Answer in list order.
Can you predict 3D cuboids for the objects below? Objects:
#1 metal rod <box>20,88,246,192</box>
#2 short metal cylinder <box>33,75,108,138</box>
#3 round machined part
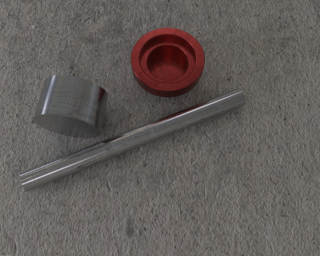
[{"bbox_3d":[-0.028,0.012,0.403,0.302,0.025,0.025,-22,72,-8],"label":"metal rod"},{"bbox_3d":[-0.109,-0.024,0.387,0.080,0.080,0.050,7,70,2],"label":"short metal cylinder"},{"bbox_3d":[0.010,-0.086,0.431,0.099,0.042,0.098,0,70,0],"label":"round machined part"}]
